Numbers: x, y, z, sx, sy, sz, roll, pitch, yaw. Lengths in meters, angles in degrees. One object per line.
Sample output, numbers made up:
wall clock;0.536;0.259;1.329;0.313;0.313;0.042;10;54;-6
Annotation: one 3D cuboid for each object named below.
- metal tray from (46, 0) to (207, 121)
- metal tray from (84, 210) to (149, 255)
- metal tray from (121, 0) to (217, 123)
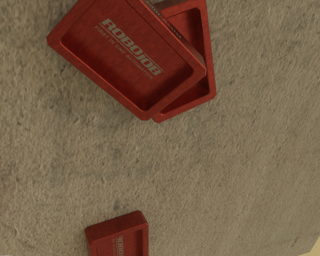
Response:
metal tray;-0.029;-0.075;0.305;0.090;0.030;0.130;-38;120;23
metal tray;-0.065;0.199;0.492;0.091;0.030;0.129;-13;124;-22
metal tray;0.015;-0.079;0.364;0.091;0.030;0.129;-25;128;-14
